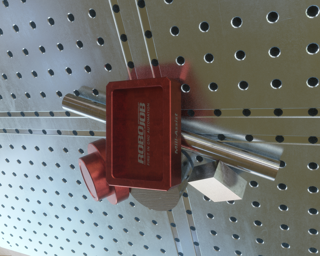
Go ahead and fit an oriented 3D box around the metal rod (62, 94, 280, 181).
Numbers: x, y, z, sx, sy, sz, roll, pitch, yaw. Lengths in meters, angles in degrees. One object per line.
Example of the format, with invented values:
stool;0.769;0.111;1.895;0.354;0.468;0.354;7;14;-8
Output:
metal rod;0.001;0.006;0.409;0.301;0.025;0.025;18;126;17

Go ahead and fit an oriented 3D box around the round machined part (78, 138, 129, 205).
round machined part;-0.086;0.068;0.452;0.098;0.042;0.097;43;145;42

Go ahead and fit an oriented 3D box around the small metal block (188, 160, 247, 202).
small metal block;0.073;0.069;0.397;0.050;0.025;0.050;38;147;-18

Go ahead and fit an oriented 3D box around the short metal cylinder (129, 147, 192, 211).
short metal cylinder;-0.001;0.068;0.433;0.080;0.050;0.079;13;124;21

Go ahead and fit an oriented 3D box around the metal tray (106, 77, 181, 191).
metal tray;-0.021;0.007;0.380;0.090;0.030;0.129;0;89;27
